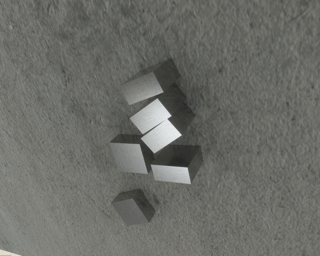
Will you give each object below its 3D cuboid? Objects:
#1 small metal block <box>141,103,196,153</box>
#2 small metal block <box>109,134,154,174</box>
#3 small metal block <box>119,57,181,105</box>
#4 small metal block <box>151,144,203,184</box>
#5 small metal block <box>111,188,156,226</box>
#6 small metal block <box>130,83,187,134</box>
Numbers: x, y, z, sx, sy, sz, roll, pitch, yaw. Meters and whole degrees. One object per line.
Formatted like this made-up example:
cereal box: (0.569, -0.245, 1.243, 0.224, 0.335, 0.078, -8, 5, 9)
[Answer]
small metal block: (0.011, -0.001, 0.383, 0.025, 0.050, 0.050, 49, 128, -6)
small metal block: (-0.039, 0.037, 0.449, 0.050, 0.025, 0.050, 1, 119, 27)
small metal block: (-0.011, -0.055, 0.361, 0.050, 0.050, 0.025, -17, 110, 34)
small metal block: (0.024, 0.046, 0.405, 0.050, 0.050, 0.025, 1, 119, 27)
small metal block: (-0.044, 0.131, 0.509, 0.050, 0.025, 0.050, -21, 108, 35)
small metal block: (-0.001, -0.024, 0.375, 0.050, 0.050, 0.025, -32, 101, 38)
